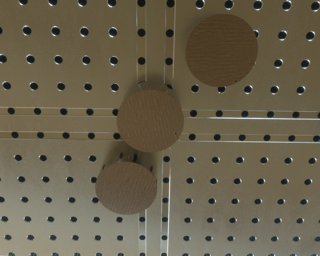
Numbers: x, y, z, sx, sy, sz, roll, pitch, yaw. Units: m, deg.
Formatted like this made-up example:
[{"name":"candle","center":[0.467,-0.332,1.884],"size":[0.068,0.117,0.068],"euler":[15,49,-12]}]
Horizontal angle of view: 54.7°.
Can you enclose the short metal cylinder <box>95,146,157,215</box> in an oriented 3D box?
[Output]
[{"name":"short metal cylinder","center":[-0.044,0.071,0.426],"size":[0.081,0.050,0.079],"euler":[0,110,-1]}]

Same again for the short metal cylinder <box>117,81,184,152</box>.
[{"name":"short metal cylinder","center":[-0.012,-0.016,0.394],"size":[0.081,0.050,0.079],"euler":[0,110,-1]}]

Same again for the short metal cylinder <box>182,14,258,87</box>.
[{"name":"short metal cylinder","center":[0.068,-0.093,0.367],"size":[0.081,0.050,0.079],"euler":[0,110,-1]}]
